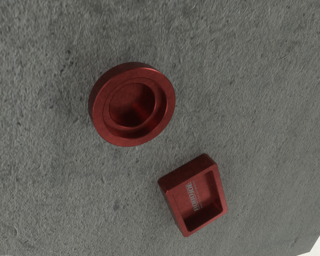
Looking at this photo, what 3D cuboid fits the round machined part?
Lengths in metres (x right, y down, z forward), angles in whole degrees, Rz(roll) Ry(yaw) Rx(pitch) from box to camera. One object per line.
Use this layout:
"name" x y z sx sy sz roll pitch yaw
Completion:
"round machined part" -0.035 -0.030 0.359 0.099 0.042 0.097 -14 125 -21

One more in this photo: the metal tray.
"metal tray" 0.058 0.113 0.507 0.090 0.030 0.129 -28 129 -11
